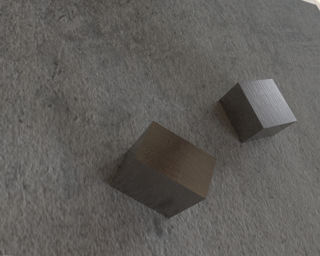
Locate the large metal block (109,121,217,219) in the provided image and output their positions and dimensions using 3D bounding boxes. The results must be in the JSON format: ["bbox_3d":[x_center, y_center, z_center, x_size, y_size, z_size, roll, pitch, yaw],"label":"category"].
[{"bbox_3d":[0.002,0.049,0.341,0.080,0.080,0.050,31,52,-9],"label":"large metal block"}]

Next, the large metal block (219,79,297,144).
[{"bbox_3d":[0.155,-0.028,0.491,0.081,0.050,0.080,-10,67,-33],"label":"large metal block"}]
